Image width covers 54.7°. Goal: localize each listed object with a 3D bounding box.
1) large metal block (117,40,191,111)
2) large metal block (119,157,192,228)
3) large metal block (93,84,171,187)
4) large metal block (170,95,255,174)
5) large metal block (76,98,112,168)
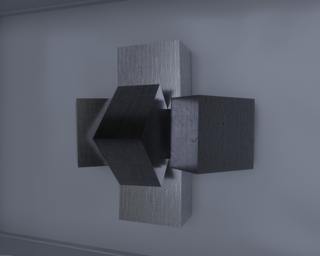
[{"bbox_3d":[-0.006,-0.062,0.395,0.080,0.050,0.080,-2,90,20],"label":"large metal block"},{"bbox_3d":[-0.004,0.076,0.397,0.080,0.050,0.080,1,90,20],"label":"large metal block"},{"bbox_3d":[-0.023,0.009,0.346,0.050,0.080,0.080,-1,46,19],"label":"large metal block"},{"bbox_3d":[0.059,0.006,0.351,0.050,0.081,0.079,2,92,58],"label":"large metal block"},{"bbox_3d":[-0.082,0.005,0.401,0.050,0.080,0.080,-1,90,-16],"label":"large metal block"}]
